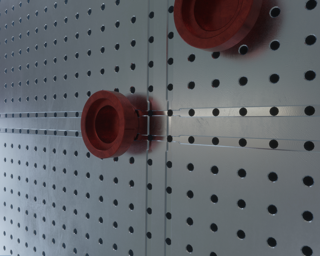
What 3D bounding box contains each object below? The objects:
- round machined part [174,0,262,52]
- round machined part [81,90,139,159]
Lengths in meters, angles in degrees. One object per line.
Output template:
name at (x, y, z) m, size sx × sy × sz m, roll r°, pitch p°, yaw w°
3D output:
round machined part at (0.066, -0.133, 0.344) m, size 0.098 × 0.042 × 0.097 m, roll 0°, pitch 90°, yaw 40°
round machined part at (-0.070, -0.005, 0.458) m, size 0.098 × 0.042 × 0.097 m, roll 0°, pitch 90°, yaw 40°
